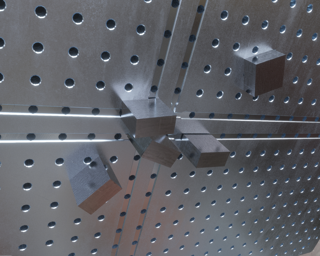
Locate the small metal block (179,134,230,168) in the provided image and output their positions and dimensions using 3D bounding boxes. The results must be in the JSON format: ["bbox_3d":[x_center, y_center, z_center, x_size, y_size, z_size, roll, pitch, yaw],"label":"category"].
[{"bbox_3d":[0.064,0.032,0.449,0.050,0.050,0.025,1,118,-29],"label":"small metal block"}]

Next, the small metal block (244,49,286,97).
[{"bbox_3d":[0.149,-0.078,0.443,0.050,0.025,0.050,-21,126,-16],"label":"small metal block"}]

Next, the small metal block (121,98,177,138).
[{"bbox_3d":[-0.015,-0.013,0.378,0.050,0.050,0.025,-6,121,-25],"label":"small metal block"}]

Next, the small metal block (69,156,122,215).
[{"bbox_3d":[-0.082,0.072,0.394,0.050,0.050,0.025,-40,129,-1],"label":"small metal block"}]

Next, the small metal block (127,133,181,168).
[{"bbox_3d":[-0.008,0.021,0.403,0.050,0.050,0.025,25,105,-37],"label":"small metal block"}]
